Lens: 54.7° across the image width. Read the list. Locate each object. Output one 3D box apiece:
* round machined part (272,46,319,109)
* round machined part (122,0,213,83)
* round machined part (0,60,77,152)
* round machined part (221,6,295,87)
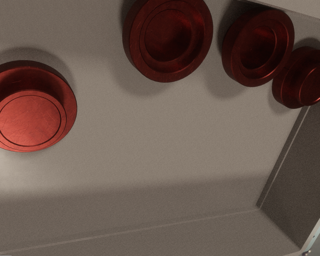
[{"bbox_3d":[0.227,-0.073,0.480,0.099,0.042,0.097,-14,125,-21],"label":"round machined part"},{"bbox_3d":[0.005,-0.103,0.338,0.099,0.042,0.097,-14,125,-21],"label":"round machined part"},{"bbox_3d":[-0.134,-0.016,0.315,0.099,0.042,0.097,-14,125,-21],"label":"round machined part"},{"bbox_3d":[0.120,-0.106,0.400,0.099,0.042,0.097,-14,125,-21],"label":"round machined part"}]
